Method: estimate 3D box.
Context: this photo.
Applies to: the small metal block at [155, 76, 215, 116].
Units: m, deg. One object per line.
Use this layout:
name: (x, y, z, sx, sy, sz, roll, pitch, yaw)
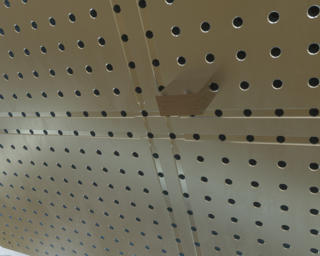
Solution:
small metal block: (0.030, -0.037, 0.357, 0.050, 0.050, 0.025, -1, 118, 29)
